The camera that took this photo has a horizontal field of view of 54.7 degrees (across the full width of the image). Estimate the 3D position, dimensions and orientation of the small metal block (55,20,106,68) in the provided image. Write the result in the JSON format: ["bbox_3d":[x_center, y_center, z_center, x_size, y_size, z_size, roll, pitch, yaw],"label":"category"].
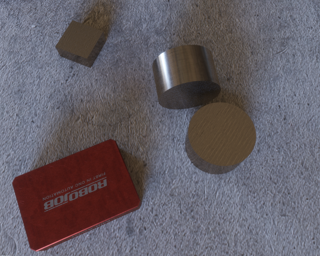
[{"bbox_3d":[-0.115,-0.123,0.452,0.050,0.025,0.050,22,71,7],"label":"small metal block"}]

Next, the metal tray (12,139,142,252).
[{"bbox_3d":[-0.099,0.079,0.376,0.131,0.030,0.090,-22,72,-8],"label":"metal tray"}]

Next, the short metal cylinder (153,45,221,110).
[{"bbox_3d":[0.034,-0.063,0.402,0.081,0.080,0.050,-9,71,-3],"label":"short metal cylinder"}]

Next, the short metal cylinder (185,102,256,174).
[{"bbox_3d":[0.074,0.014,0.390,0.081,0.050,0.080,0,70,0],"label":"short metal cylinder"}]
